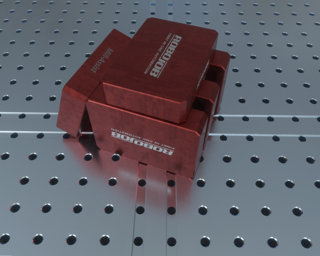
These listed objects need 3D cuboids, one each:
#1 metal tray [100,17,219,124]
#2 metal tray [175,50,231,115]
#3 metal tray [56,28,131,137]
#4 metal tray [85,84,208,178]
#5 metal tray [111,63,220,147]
[{"bbox_3d":[0.005,-0.070,0.346,0.090,0.030,0.130,16,52,13],"label":"metal tray"},{"bbox_3d":[0.023,-0.072,0.425,0.130,0.090,0.030,16,53,13],"label":"metal tray"},{"bbox_3d":[-0.086,-0.061,0.413,0.030,0.090,0.130,30,53,-4],"label":"metal tray"},{"bbox_3d":[-0.015,0.005,0.361,0.130,0.090,0.030,17,52,13],"label":"metal tray"},{"bbox_3d":[0.001,-0.029,0.388,0.130,0.090,0.030,16,51,12],"label":"metal tray"}]
